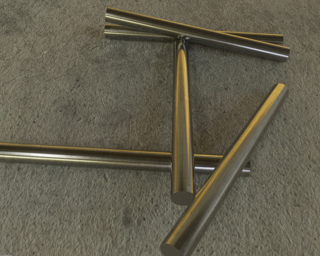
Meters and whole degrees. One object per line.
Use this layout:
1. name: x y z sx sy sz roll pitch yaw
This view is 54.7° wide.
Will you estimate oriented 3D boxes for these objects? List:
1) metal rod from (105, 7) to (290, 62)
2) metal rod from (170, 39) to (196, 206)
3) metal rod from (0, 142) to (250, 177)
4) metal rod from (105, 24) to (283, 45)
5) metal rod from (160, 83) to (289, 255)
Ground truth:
1. metal rod: 0.060 -0.154 0.510 0.302 0.025 0.025 13 51 2
2. metal rod: 0.029 -0.034 0.410 0.025 0.025 0.300 2 43 1
3. metal rod: -0.047 0.037 0.371 0.302 0.025 0.025 3 50 2
4. metal rod: 0.056 -0.158 0.536 0.302 0.025 0.025 5 50 3
5. metal rod: 0.092 0.024 0.350 0.025 0.025 0.302 27 45 21
